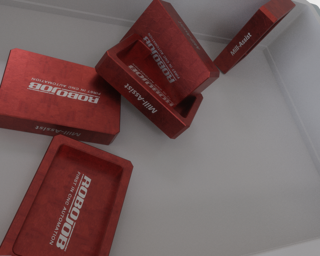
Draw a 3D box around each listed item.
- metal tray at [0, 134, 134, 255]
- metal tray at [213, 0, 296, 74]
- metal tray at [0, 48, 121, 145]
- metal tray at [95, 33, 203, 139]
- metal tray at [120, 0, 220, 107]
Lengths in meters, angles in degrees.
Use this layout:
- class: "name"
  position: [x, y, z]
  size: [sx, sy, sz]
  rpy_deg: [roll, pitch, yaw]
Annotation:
- class: "metal tray"
  position: [-0.087, 0.079, 0.307]
  size: [0.090, 0.030, 0.130]
  rpy_deg: [24, 53, -14]
- class: "metal tray"
  position: [0.153, -0.154, 0.515]
  size: [0.030, 0.129, 0.091]
  rpy_deg: [47, 51, 4]
- class: "metal tray"
  position: [-0.113, -0.035, 0.363]
  size: [0.131, 0.030, 0.090]
  rpy_deg: [11, 57, -22]
- class: "metal tray"
  position: [-0.008, -0.057, 0.400]
  size: [0.130, 0.030, 0.090]
  rpy_deg: [42, 36, -8]
- class: "metal tray"
  position: [0.009, -0.095, 0.423]
  size: [0.030, 0.090, 0.130]
  rpy_deg: [-14, 68, -54]
